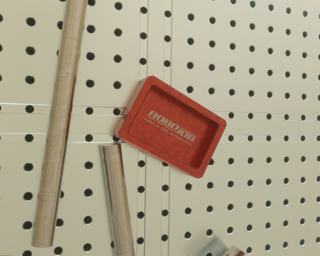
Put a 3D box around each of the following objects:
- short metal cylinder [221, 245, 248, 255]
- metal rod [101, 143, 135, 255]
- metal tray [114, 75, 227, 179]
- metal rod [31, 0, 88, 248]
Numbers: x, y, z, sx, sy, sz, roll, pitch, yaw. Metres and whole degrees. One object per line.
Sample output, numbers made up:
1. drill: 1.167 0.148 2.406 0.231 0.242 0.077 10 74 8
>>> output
1. short metal cylinder: 0.109 0.211 0.426 0.050 0.080 0.080 -37 102 -16
2. metal rod: -0.044 0.169 0.397 0.025 0.025 0.298 -8 93 -20
3. metal tray: 0.016 0.001 0.417 0.131 0.030 0.090 30 80 -18
4. metal rod: -0.119 -0.012 0.369 0.025 0.025 0.298 8 87 -20
